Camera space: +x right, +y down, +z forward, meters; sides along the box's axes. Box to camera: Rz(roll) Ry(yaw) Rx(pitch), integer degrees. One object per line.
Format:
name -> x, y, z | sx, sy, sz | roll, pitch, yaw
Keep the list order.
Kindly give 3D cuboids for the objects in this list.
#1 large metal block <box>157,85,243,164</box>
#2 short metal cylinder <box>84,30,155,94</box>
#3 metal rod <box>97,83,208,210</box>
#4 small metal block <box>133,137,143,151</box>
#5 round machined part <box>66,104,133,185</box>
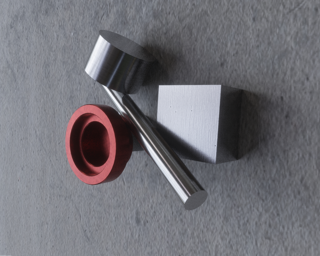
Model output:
large metal block -> 0.043, -0.006, 0.353 | 0.080, 0.050, 0.079 | 6, 94, 39
short metal cylinder -> -0.053, -0.088, 0.413 | 0.080, 0.081, 0.050 | 45, 117, 30
metal rod -> -0.036, -0.017, 0.385 | 0.300, 0.025, 0.025 | 51, 121, 44
small metal block -> -0.045, 0.007, 0.426 | 0.025, 0.050, 0.050 | -3, 89, 40
round machined part -> -0.072, 0.019, 0.388 | 0.098, 0.042, 0.097 | 2, 92, 39
